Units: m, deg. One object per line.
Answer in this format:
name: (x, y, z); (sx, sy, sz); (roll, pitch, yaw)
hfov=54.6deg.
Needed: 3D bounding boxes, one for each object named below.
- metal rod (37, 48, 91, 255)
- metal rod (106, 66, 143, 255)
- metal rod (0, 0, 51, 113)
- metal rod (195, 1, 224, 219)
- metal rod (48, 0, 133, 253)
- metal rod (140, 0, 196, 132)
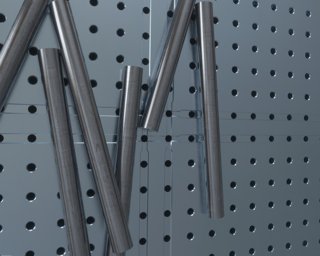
metal rod: (-0.110, 0.057, 0.371); (0.025, 0.025, 0.298); (-9, 93, -20)
metal rod: (-0.048, 0.071, 0.394); (0.025, 0.025, 0.298); (6, 88, -20)
metal rod: (-0.158, -0.104, 0.353); (0.025, 0.025, 0.299); (23, 82, -19)
metal rod: (0.070, -0.024, 0.437); (0.025, 0.025, 0.298); (-4, 91, -20)
metal rod: (-0.082, -0.002, 0.367); (0.025, 0.025, 0.299); (-15, 90, -19)
metal rod: (0.027, -0.141, 0.421); (0.025, 0.025, 0.299); (18, 84, -19)
